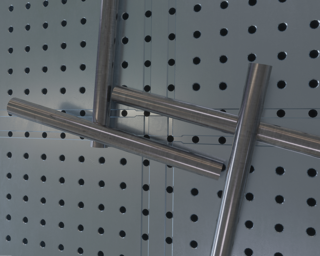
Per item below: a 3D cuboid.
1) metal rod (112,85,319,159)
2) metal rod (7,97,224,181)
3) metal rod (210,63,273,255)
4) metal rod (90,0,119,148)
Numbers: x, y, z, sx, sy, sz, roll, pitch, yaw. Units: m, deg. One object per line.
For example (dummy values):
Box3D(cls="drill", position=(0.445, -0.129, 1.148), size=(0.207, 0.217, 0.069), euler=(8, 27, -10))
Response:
Box3D(cls="metal rod", position=(0.076, -0.008, 0.386), size=(0.301, 0.025, 0.025), euler=(16, 96, 19))
Box3D(cls="metal rod", position=(-0.066, 0.011, 0.413), size=(0.301, 0.025, 0.025), euler=(17, 96, 10))
Box3D(cls="metal rod", position=(0.086, 0.076, 0.364), size=(0.025, 0.025, 0.298), euler=(13, 101, 19))
Box3D(cls="metal rod", position=(-0.075, -0.122, 0.439), size=(0.025, 0.025, 0.298), euler=(5, 92, 20))
